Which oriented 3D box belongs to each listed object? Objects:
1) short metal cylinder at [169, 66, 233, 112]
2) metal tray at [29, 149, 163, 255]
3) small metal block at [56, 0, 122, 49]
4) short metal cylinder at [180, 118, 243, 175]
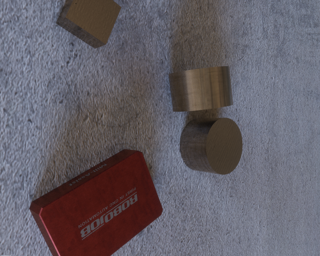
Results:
[{"bbox_3d":[0.054,-0.052,0.414,0.081,0.080,0.050,-12,98,-39],"label":"short metal cylinder"},{"bbox_3d":[-0.064,0.091,0.348,0.131,0.030,0.090,-30,109,-36],"label":"metal tray"},{"bbox_3d":[-0.077,-0.124,0.340,0.050,0.025,0.050,29,72,-36],"label":"small metal block"},{"bbox_3d":[0.075,0.025,0.451,0.081,0.050,0.080,0,90,-40],"label":"short metal cylinder"}]
